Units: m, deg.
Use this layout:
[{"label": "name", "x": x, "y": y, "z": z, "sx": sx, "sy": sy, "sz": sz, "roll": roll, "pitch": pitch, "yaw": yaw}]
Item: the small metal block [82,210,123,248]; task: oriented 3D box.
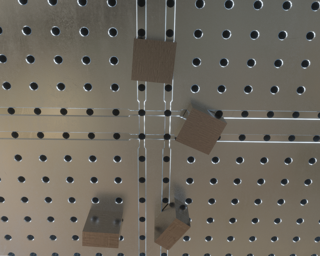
[{"label": "small metal block", "x": -0.083, "y": 0.147, "z": 0.453, "sx": 0.050, "sy": 0.050, "sz": 0.025, "roll": 5, "pitch": 110, "yaw": -2}]

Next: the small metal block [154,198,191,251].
[{"label": "small metal block", "x": 0.017, "y": 0.139, "z": 0.452, "sx": 0.025, "sy": 0.050, "sz": 0.050, "roll": 35, "pitch": 106, "yaw": -12}]

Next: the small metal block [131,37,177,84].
[{"label": "small metal block", "x": -0.008, "y": -0.084, "z": 0.382, "sx": 0.050, "sy": 0.025, "sz": 0.050, "roll": 5, "pitch": 110, "yaw": -3}]

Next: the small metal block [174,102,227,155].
[{"label": "small metal block", "x": 0.053, "y": 0.001, "z": 0.415, "sx": 0.050, "sy": 0.025, "sz": 0.050, "roll": 24, "pitch": 108, "yaw": -9}]
